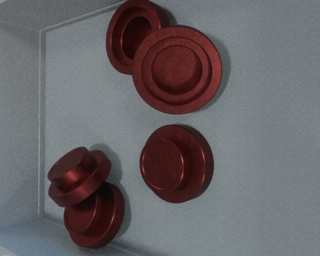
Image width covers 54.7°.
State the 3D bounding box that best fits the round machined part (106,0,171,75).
[{"bbox_3d":[-0.024,-0.118,0.414,0.098,0.042,0.097,0,90,39],"label":"round machined part"}]

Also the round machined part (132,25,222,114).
[{"bbox_3d":[0.020,-0.068,0.357,0.099,0.042,0.097,2,112,4],"label":"round machined part"}]

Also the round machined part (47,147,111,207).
[{"bbox_3d":[-0.125,0.065,0.457,0.098,0.098,0.042,-12,122,39],"label":"round machined part"}]

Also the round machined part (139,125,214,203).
[{"bbox_3d":[0.013,0.044,0.383,0.098,0.042,0.097,0,90,39],"label":"round machined part"}]

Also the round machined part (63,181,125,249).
[{"bbox_3d":[-0.103,0.124,0.455,0.098,0.042,0.098,-19,55,30],"label":"round machined part"}]
